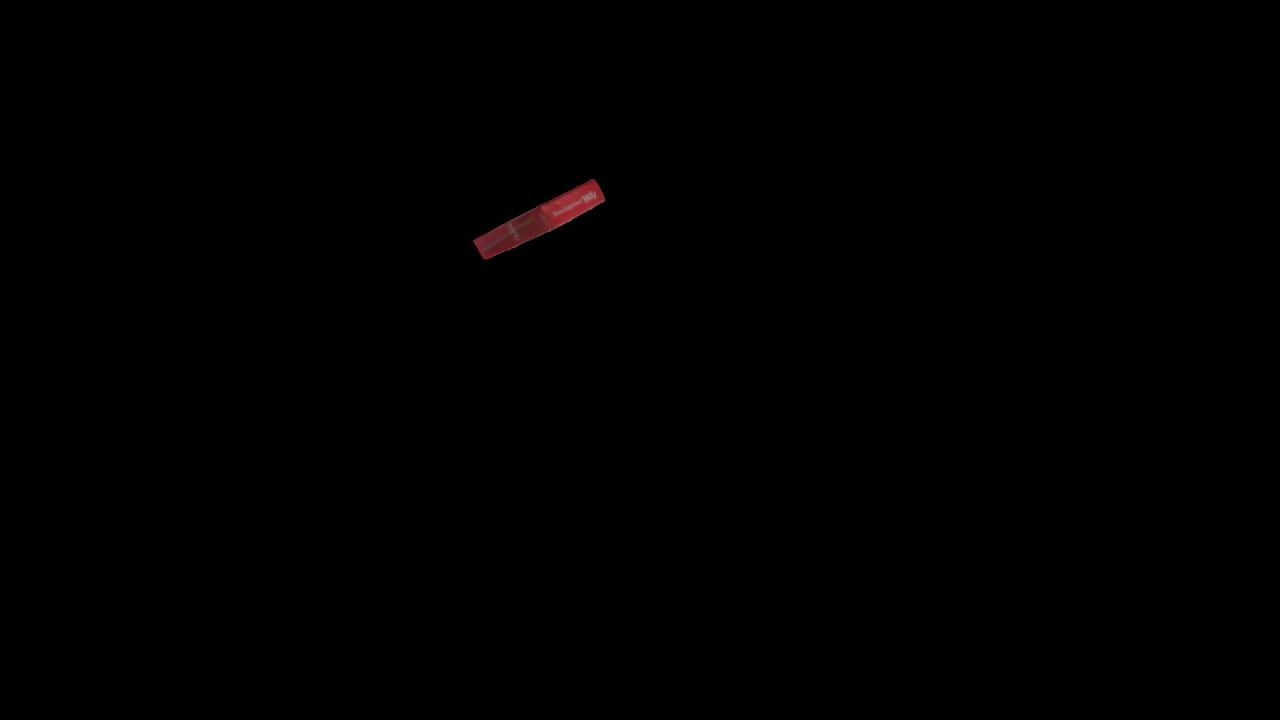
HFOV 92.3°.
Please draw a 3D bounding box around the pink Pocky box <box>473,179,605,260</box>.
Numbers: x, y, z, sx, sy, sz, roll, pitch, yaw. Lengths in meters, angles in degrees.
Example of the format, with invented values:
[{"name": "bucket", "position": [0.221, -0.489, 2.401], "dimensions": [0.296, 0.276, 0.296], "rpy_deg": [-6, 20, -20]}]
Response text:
[{"name": "pink Pocky box", "position": [-0.117, -0.156, 0.695], "dimensions": [0.155, 0.029, 0.084], "rpy_deg": [-8, 25, 49]}]
